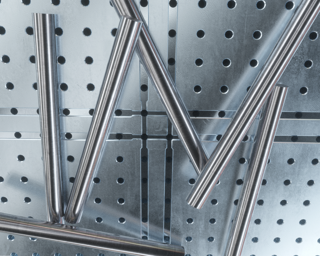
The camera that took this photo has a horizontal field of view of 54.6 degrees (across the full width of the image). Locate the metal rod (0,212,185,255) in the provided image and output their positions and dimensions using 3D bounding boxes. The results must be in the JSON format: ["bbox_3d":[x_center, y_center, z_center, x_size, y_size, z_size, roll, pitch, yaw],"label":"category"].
[{"bbox_3d":[-0.107,0.159,0.450,0.302,0.025,0.025,16,110,-14],"label":"metal rod"}]

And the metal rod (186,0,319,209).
[{"bbox_3d":[0.114,-0.028,0.388,0.025,0.025,0.299,26,102,-9],"label":"metal rod"}]

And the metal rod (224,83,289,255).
[{"bbox_3d":[0.131,0.084,0.445,0.025,0.025,0.298,7,110,-3],"label":"metal rod"}]

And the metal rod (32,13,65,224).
[{"bbox_3d":[-0.146,0.005,0.414,0.025,0.025,0.298,3,110,-1],"label":"metal rod"}]

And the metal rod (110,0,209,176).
[{"bbox_3d":[0.006,-0.052,0.394,0.025,0.025,0.299,-24,108,9],"label":"metal rod"}]

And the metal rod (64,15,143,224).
[{"bbox_3d":[-0.080,0.007,0.401,0.025,0.025,0.298,18,114,-7],"label":"metal rod"}]
